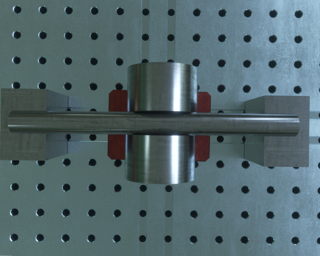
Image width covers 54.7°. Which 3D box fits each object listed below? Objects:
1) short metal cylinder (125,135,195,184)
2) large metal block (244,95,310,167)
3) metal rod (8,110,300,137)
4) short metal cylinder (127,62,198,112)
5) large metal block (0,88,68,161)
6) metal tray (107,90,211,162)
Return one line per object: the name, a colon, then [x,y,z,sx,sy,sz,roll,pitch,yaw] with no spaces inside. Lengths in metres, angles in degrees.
short metal cylinder: [0.000,0.032,0.356,0.081,0.080,0.050,1,90,0]
large metal block: [0.142,0.003,0.386,0.050,0.080,0.080,1,90,0]
metal rod: [-0.006,-0.005,0.333,0.302,0.025,0.025,1,90,0]
short metal cylinder: [0.003,-0.043,0.356,0.081,0.080,0.050,1,90,0]
large metal block: [-0.152,-0.004,0.383,0.050,0.080,0.080,1,90,0]
metal tray: [-0.001,-0.003,0.411,0.131,0.030,0.089,1,90,0]
